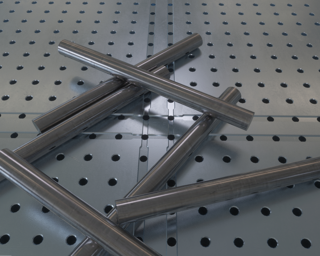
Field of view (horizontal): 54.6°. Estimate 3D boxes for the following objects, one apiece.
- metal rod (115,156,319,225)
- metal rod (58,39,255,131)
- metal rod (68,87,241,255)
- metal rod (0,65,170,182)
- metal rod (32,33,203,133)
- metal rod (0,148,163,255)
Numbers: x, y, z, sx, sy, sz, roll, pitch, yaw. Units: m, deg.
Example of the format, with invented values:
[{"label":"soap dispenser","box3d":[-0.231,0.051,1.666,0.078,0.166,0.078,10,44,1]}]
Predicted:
[{"label":"metal rod","box3d":[0.102,0.060,0.341,0.302,0.025,0.025,-9,51,-14]},{"label":"metal rod","box3d":[-0.018,-0.066,0.429,0.300,0.025,0.025,24,54,19]},{"label":"metal rod","box3d":[0.013,0.041,0.373,0.025,0.025,0.301,31,56,23]},{"label":"metal rod","box3d":[-0.105,-0.009,0.414,0.302,0.025,0.025,-35,58,-26]},{"label":"metal rod","box3d":[-0.048,-0.076,0.471,0.302,0.025,0.025,-34,58,-25]},{"label":"metal rod","box3d":[-0.038,0.107,0.288,0.300,0.025,0.025,31,56,12]}]
